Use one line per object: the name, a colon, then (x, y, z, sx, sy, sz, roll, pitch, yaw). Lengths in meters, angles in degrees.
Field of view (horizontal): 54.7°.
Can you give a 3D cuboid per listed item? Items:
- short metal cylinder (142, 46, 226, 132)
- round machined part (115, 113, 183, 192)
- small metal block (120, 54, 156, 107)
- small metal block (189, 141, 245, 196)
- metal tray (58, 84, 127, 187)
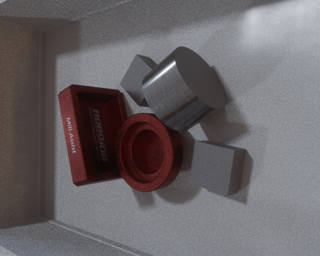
short metal cylinder: (0.027, -0.043, 0.345, 0.050, 0.081, 0.080, -36, 68, 34)
round machined part: (-0.010, 0.030, 0.398, 0.098, 0.042, 0.097, 0, 90, 39)
small metal block: (-0.021, -0.064, 0.420, 0.050, 0.025, 0.050, 49, 119, 30)
small metal block: (0.064, 0.044, 0.350, 0.050, 0.025, 0.050, 12, 97, 40)
metal tray: (-0.084, 0.009, 0.429, 0.030, 0.091, 0.129, -22, 76, 38)
